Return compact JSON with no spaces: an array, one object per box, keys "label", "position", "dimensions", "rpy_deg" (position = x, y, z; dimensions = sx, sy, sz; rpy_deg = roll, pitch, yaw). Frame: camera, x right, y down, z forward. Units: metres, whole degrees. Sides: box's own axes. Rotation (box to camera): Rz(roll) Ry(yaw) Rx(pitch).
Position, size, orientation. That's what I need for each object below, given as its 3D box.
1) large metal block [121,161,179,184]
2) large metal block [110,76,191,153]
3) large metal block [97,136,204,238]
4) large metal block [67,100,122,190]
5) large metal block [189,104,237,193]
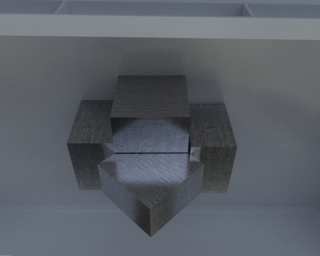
[{"label":"large metal block","position":[-0.009,0.059,0.421],"dimensions":[0.081,0.080,0.050],"rpy_deg":[0,130,0]},{"label":"large metal block","position":[-0.010,-0.018,0.356],"dimensions":[0.081,0.080,0.050],"rpy_deg":[0,130,0]},{"label":"large metal block","position":[-0.009,0.057,0.346],"dimensions":[0.081,0.080,0.050],"rpy_deg":[-33,140,-33]},{"label":"large metal block","position":[-0.075,0.021,0.389],"dimensions":[0.050,0.080,0.079],"rpy_deg":[0,130,0]},{"label":"large metal block","position":[0.058,0.025,0.390],"dimensions":[0.050,0.080,0.079],"rpy_deg":[0,130,-1]}]
